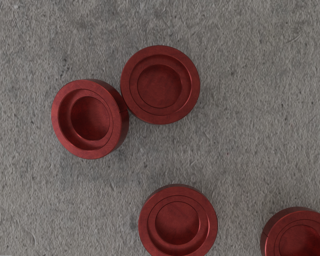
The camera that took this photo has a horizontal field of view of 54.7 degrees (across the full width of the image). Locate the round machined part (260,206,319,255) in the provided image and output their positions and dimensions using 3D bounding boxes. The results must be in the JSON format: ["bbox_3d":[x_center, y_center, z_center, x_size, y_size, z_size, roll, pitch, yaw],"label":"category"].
[{"bbox_3d":[0.179,0.150,0.403,0.099,0.042,0.097,0,90,0],"label":"round machined part"}]

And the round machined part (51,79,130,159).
[{"bbox_3d":[-0.083,-0.013,0.389,0.098,0.042,0.097,5,103,19],"label":"round machined part"}]

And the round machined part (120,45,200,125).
[{"bbox_3d":[-0.001,-0.052,0.397,0.099,0.042,0.097,0,88,-7],"label":"round machined part"}]

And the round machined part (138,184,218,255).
[{"bbox_3d":[0.022,0.121,0.402,0.099,0.042,0.097,0,90,0],"label":"round machined part"}]
